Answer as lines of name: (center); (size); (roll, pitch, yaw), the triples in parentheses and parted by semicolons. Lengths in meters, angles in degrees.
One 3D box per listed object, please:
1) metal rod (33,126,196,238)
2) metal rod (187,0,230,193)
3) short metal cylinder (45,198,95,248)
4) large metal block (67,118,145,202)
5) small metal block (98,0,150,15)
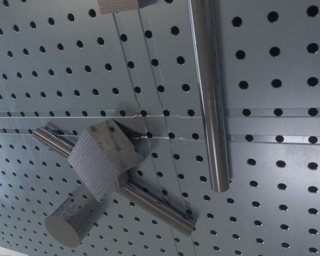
metal rod: (-0.078, 0.084, 0.504); (0.301, 0.025, 0.025); (31, 128, 8)
metal rod: (0.055, -0.052, 0.349); (0.025, 0.025, 0.298); (3, 120, 26)
short metal cylinder: (-0.174, 0.183, 0.600); (0.080, 0.050, 0.079); (13, 124, 21)
large metal block: (-0.081, 0.047, 0.453); (0.080, 0.050, 0.080); (50, 130, 13)
small metal block: (-0.044, -0.155, 0.338); (0.050, 0.025, 0.050); (3, 120, 26)
